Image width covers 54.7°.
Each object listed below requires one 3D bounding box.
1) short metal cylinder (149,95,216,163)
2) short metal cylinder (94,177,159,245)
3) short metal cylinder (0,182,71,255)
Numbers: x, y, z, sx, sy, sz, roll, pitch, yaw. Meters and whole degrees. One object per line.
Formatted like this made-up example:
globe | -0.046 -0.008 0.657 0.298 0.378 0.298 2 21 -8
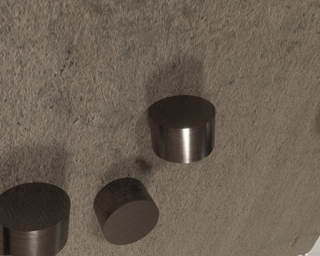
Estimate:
short metal cylinder | 0.028 -0.001 0.388 0.081 0.080 0.050 -17 126 -19
short metal cylinder | -0.048 0.117 0.439 0.081 0.050 0.079 -14 125 -21
short metal cylinder | -0.147 0.108 0.358 0.081 0.080 0.050 -3 120 -28
